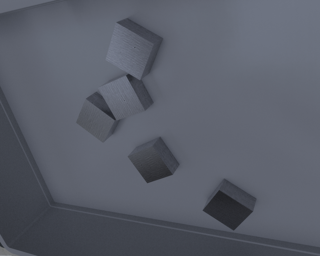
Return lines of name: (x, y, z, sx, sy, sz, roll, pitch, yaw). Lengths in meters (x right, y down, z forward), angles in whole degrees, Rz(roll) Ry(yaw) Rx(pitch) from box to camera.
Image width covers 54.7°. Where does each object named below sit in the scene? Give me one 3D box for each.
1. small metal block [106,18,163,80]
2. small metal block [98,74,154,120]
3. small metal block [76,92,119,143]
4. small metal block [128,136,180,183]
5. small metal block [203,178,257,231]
small metal block: (-0.031, -0.093, 0.367, 0.050, 0.025, 0.050, 32, 129, 7)
small metal block: (-0.045, -0.043, 0.406, 0.050, 0.025, 0.050, -16, 110, 34)
small metal block: (-0.087, -0.015, 0.445, 0.050, 0.025, 0.050, 37, 129, 3)
small metal block: (-0.009, 0.046, 0.442, 0.050, 0.025, 0.050, -25, 105, 37)
small metal block: (0.095, 0.105, 0.424, 0.050, 0.025, 0.050, 32, 129, 7)
